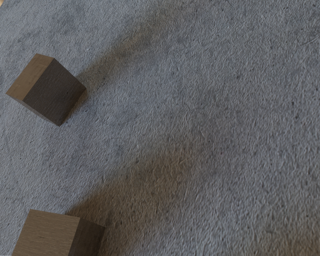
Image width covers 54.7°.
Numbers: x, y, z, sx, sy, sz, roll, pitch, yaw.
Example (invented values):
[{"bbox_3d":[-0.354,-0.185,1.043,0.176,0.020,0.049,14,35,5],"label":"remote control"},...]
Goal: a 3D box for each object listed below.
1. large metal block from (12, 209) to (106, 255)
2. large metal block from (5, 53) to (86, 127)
[{"bbox_3d":[-0.122,0.146,0.362,0.080,0.050,0.080,0,62,28],"label":"large metal block"},{"bbox_3d":[-0.181,-0.061,0.501,0.050,0.080,0.080,20,72,35],"label":"large metal block"}]
